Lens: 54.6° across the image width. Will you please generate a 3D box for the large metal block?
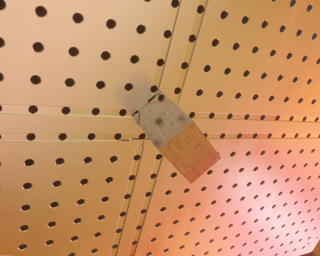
[{"bbox_3d":[0.021,0.012,0.393,0.050,0.080,0.080,-41,130,0],"label":"large metal block"}]
